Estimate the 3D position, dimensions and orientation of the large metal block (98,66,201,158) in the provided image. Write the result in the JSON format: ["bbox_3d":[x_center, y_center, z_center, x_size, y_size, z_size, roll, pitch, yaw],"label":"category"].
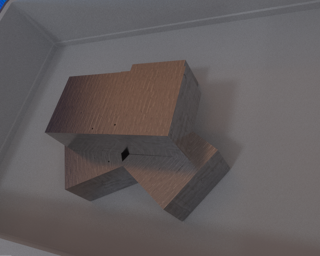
[{"bbox_3d":[-0.008,-0.017,0.336,0.080,0.050,0.080,1,62,28],"label":"large metal block"}]

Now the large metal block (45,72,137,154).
[{"bbox_3d":[-0.078,-0.018,0.375,0.080,0.050,0.080,1,62,28],"label":"large metal block"}]

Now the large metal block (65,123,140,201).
[{"bbox_3d":[-0.075,0.038,0.404,0.080,0.050,0.080,-23,53,14],"label":"large metal block"}]

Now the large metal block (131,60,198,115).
[{"bbox_3d":[-0.002,-0.041,0.414,0.080,0.050,0.080,2,62,29],"label":"large metal block"}]

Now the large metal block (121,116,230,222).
[{"bbox_3d":[0.017,0.043,0.351,0.080,0.050,0.080,-47,51,-5],"label":"large metal block"}]
